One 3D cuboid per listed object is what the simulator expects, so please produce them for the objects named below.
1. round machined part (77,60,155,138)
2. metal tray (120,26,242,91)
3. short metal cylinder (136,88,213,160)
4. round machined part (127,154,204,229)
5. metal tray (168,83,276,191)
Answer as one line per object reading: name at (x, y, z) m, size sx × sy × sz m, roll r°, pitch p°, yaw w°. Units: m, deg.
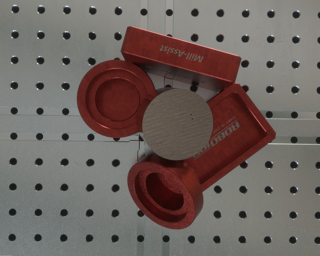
round machined part at (-0.054, -0.036, 0.404) m, size 0.099 × 0.042 × 0.097 m, roll 0°, pitch 90°, yaw -1°
metal tray at (0.023, -0.081, 0.381) m, size 0.131 × 0.090 × 0.030 m, roll 15°, pitch 90°, yaw -1°
short metal cylinder at (0.015, -0.007, 0.364) m, size 0.081 × 0.050 × 0.079 m, roll -2°, pitch 99°, yaw -12°
round machined part at (0.011, 0.074, 0.388) m, size 0.098 × 0.042 × 0.097 m, roll 18°, pitch 125°, yaw 28°
metal tray at (0.073, 0.013, 0.411) m, size 0.130 × 0.030 × 0.090 m, roll -36°, pitch 90°, yaw -1°
